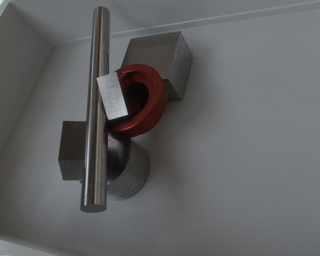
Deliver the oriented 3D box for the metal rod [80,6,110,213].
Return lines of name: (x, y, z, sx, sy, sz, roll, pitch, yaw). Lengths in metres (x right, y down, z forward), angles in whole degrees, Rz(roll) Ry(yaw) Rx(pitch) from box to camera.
metal rod: (-0.076, -0.047, 0.381, 0.025, 0.025, 0.299, -17, 55, 18)

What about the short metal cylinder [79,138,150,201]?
short metal cylinder: (-0.059, 0.045, 0.390, 0.080, 0.050, 0.080, -13, 56, 20)

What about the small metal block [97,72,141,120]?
small metal block: (-0.047, -0.038, 0.373, 0.025, 0.050, 0.050, -15, 90, 16)

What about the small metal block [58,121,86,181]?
small metal block: (-0.098, 0.027, 0.354, 0.025, 0.050, 0.050, 2, 56, -10)

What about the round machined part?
round machined part: (-0.034, -0.029, 0.390, 0.098, 0.042, 0.098, -13, 56, 20)

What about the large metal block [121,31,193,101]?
large metal block: (-0.006, -0.085, 0.440, 0.080, 0.050, 0.080, 0, 62, 28)
